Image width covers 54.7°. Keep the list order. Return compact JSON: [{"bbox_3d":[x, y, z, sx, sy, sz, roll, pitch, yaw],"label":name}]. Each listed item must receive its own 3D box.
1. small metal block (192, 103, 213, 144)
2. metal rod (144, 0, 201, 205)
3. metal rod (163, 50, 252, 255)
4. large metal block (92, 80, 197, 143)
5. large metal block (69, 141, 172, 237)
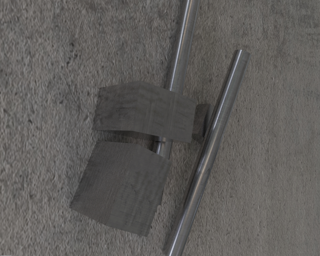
[{"bbox_3d":[0.072,-0.002,0.465,0.050,0.025,0.050,36,68,-34],"label":"small metal block"},{"bbox_3d":[0.018,-0.049,0.419,0.025,0.025,0.299,19,78,-39],"label":"metal rod"},{"bbox_3d":[0.068,0.033,0.432,0.025,0.025,0.299,24,84,-38],"label":"metal rod"},{"bbox_3d":[-0.018,-0.015,0.354,0.081,0.080,0.050,13,82,-39],"label":"large metal block"},{"bbox_3d":[-0.043,0.061,0.333,0.050,0.080,0.080,31,71,-36],"label":"large metal block"}]
